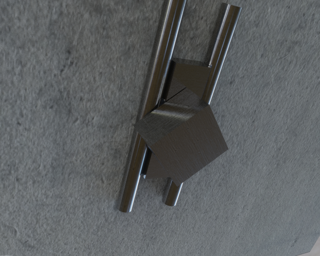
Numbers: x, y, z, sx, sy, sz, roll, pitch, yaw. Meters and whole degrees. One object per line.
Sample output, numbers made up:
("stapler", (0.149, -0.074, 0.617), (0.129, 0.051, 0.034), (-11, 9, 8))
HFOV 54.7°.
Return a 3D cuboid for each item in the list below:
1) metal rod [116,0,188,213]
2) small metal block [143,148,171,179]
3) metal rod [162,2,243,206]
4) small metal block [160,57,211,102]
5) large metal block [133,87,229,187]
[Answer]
("metal rod", (-0.016, -0.016, 0.392), (0.025, 0.025, 0.298), (1, 118, -29))
("small metal block", (0.002, 0.043, 0.436), (0.050, 0.025, 0.050), (1, 118, -29))
("metal rod", (0.051, -0.015, 0.429), (0.025, 0.025, 0.298), (1, 118, -29))
("small metal block", (0.030, -0.059, 0.388), (0.050, 0.025, 0.050), (1, 118, -29))
("large metal block", (0.027, 0.012, 0.381), (0.080, 0.050, 0.080), (-35, 129, -5))
